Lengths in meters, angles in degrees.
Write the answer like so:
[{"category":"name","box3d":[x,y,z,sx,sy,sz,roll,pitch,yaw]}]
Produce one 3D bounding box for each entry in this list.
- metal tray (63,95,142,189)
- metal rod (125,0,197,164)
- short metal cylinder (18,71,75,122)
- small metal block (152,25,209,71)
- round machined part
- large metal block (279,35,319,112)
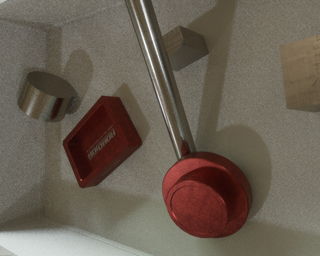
[{"category":"metal tray","box3d":[-0.094,0.023,0.478,0.129,0.030,0.090,-42,65,31]},{"category":"metal rod","box3d":[-0.005,-0.078,0.323,0.025,0.025,0.298,-1,117,40]},{"category":"short metal cylinder","box3d":[-0.192,-0.054,0.526,0.080,0.081,0.050,46,117,30]},{"category":"small metal block","box3d":[0.022,-0.093,0.371,0.050,0.050,0.025,-24,75,37]},{"category":"round machined part","box3d":[0.046,0.078,0.335,0.098,0.042,0.097,10,113,24]},{"category":"large metal block","box3d":[0.152,-0.044,0.245,0.080,0.081,0.050,-8,85,39]}]
